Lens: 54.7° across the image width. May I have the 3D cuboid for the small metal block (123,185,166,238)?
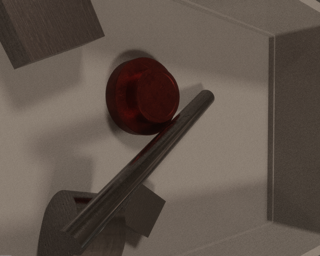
[{"bbox_3d":[-0.027,0.100,0.386,0.050,0.025,0.050,43,64,-32],"label":"small metal block"}]

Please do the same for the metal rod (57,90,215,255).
[{"bbox_3d":[0.000,0.022,0.356,0.302,0.025,0.025,-44,118,-49],"label":"metal rod"}]

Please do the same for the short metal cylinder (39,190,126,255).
[{"bbox_3d":[-0.078,0.104,0.307,0.050,0.080,0.080,17,80,-39],"label":"short metal cylinder"}]

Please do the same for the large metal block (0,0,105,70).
[{"bbox_3d":[-0.113,-0.111,0.296,0.081,0.050,0.080,-33,111,-35],"label":"large metal block"}]

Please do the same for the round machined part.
[{"bbox_3d":[-0.014,-0.039,0.386,0.099,0.042,0.097,0,90,-40],"label":"round machined part"}]
